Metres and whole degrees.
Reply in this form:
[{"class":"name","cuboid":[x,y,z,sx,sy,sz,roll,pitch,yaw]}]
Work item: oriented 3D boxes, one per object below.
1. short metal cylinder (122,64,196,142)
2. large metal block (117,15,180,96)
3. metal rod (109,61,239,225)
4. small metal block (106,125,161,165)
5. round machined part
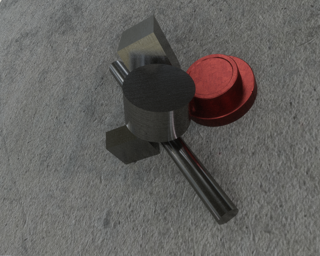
[{"class":"short metal cylinder","cuboid":[-0.002,-0.030,0.360,0.081,0.050,0.080,2,49,-2]},{"class":"large metal block","cuboid":[-0.011,-0.095,0.419,0.050,0.080,0.080,-25,31,15]},{"class":"metal rod","cuboid":[0.000,-0.004,0.407,0.025,0.025,0.300,-38,51,2]},{"class":"small metal block","cuboid":[-0.034,0.020,0.394,0.050,0.050,0.025,-19,54,16]},{"class":"round machined part","cuboid":[0.069,-0.054,0.390,0.098,0.042,0.098,-13,56,20]}]
